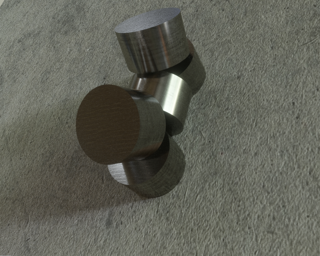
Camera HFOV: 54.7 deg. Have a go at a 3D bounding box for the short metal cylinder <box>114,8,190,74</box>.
[{"bbox_3d":[-0.009,-0.107,0.376,0.080,0.050,0.080,-13,32,9],"label":"short metal cylinder"}]

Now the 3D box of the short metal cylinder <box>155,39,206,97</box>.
[{"bbox_3d":[0.018,-0.080,0.430,0.080,0.050,0.080,-13,56,21],"label":"short metal cylinder"}]

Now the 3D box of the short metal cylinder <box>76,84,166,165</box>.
[{"bbox_3d":[-0.041,-0.003,0.328,0.080,0.050,0.080,0,89,29],"label":"short metal cylinder"}]

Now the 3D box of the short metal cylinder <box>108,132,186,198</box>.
[{"bbox_3d":[-0.015,0.039,0.374,0.080,0.050,0.080,-13,56,21],"label":"short metal cylinder"}]

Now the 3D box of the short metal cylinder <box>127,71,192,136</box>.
[{"bbox_3d":[-0.004,-0.030,0.391,0.080,0.080,0.050,2,63,29],"label":"short metal cylinder"}]
